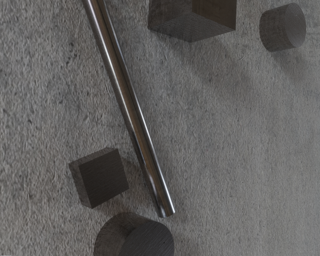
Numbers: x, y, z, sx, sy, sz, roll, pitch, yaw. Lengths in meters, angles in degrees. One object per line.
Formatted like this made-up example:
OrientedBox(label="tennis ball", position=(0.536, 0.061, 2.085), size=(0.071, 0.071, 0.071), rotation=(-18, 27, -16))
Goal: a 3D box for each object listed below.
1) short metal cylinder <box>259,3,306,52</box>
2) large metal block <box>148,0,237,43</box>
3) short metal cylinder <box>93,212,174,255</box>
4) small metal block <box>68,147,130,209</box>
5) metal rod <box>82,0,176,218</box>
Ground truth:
OrientedBox(label="short metal cylinder", position=(0.231, -0.187, 0.582), size=(0.081, 0.050, 0.079), rotation=(0, 90, -40))
OrientedBox(label="large metal block", position=(0.042, -0.153, 0.403), size=(0.081, 0.080, 0.050), rotation=(4, 88, -40))
OrientedBox(label="short metal cylinder", position=(-0.030, 0.144, 0.364), size=(0.081, 0.050, 0.079), rotation=(0, 90, -40))
OrientedBox(label="small metal block", position=(-0.068, 0.054, 0.348), size=(0.050, 0.025, 0.050), rotation=(-23, 105, -38))
OrientedBox(label="metal rod", position=(-0.036, -0.025, 0.374), size=(0.025, 0.025, 0.298), rotation=(-29, 108, -36))
